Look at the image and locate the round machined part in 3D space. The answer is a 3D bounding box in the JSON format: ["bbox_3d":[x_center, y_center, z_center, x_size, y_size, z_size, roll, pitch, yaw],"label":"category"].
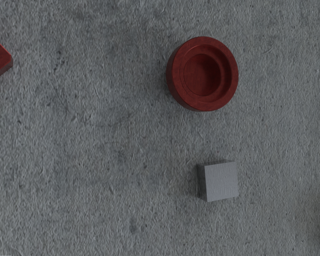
[{"bbox_3d":[0.053,-0.070,0.421,0.099,0.042,0.097,0,90,-21],"label":"round machined part"}]

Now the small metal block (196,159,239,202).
[{"bbox_3d":[0.082,0.074,0.441,0.050,0.025,0.050,-5,92,-20],"label":"small metal block"}]

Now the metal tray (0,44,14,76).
[{"bbox_3d":[-0.234,-0.092,0.319,0.090,0.030,0.130,-45,104,-15],"label":"metal tray"}]
